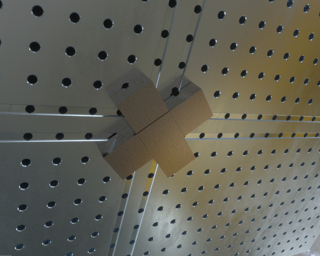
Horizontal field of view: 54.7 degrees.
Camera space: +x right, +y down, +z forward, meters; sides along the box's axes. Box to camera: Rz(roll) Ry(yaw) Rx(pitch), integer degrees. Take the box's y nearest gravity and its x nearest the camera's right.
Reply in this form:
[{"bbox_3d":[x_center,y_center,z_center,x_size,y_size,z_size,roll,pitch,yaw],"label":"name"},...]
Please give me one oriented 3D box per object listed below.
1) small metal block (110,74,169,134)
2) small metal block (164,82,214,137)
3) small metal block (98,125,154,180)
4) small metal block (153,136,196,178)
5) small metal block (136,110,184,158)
[{"bbox_3d":[-0.024,-0.029,0.381,0.050,0.025,0.050,-35,129,-5],"label":"small metal block"},{"bbox_3d":[0.038,-0.025,0.417,0.050,0.025,0.050,-36,129,-5],"label":"small metal block"},{"bbox_3d":[-0.045,0.033,0.408,0.050,0.025,0.050,-36,129,-5],"label":"small metal block"},{"bbox_3d":[0.017,0.036,0.444,0.050,0.025,0.050,-35,129,-5],"label":"small metal block"},{"bbox_3d":[-0.003,0.004,0.412,0.050,0.025,0.050,-36,129,-5],"label":"small metal block"}]
